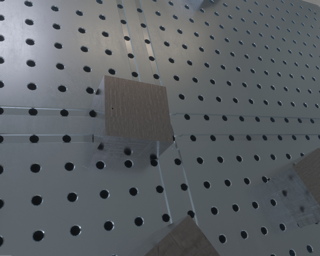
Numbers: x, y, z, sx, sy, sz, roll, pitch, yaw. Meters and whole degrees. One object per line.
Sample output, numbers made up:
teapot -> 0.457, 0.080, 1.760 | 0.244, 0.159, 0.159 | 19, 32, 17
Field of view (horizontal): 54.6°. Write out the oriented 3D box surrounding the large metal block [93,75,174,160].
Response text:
large metal block -> -0.035, -0.011, 0.379 | 0.081, 0.050, 0.080 | 7, 59, -24

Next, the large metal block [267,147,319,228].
large metal block -> 0.221, 0.086, 0.458 | 0.081, 0.050, 0.080 | -21, 73, -36

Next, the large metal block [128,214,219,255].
large metal block -> -0.002, 0.134, 0.289 | 0.081, 0.080, 0.050 | -31, 79, -38
